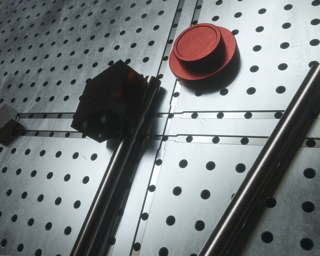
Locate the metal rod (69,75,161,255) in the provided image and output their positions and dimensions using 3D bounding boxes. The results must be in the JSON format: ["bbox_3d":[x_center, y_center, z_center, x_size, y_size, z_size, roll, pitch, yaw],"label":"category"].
[{"bbox_3d":[-0.059,0.061,0.400,0.025,0.025,0.300,7,65,31],"label":"metal rod"}]

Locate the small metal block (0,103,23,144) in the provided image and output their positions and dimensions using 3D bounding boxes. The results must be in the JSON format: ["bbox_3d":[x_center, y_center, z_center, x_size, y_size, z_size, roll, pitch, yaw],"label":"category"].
[{"bbox_3d":[-0.282,-0.008,0.558,0.050,0.025,0.050,-42,51,-1],"label":"small metal block"}]

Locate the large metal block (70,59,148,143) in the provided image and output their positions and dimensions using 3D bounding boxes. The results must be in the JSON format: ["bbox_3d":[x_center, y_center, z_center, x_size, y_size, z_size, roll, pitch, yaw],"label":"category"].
[{"bbox_3d":[-0.069,-0.035,0.428,0.080,0.050,0.080,-23,45,39],"label":"large metal block"}]

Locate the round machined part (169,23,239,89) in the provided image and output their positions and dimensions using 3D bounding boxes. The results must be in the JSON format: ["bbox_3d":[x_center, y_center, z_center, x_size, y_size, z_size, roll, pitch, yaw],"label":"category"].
[{"bbox_3d":[0.057,-0.107,0.432,0.098,0.042,0.098,-13,56,20],"label":"round machined part"}]

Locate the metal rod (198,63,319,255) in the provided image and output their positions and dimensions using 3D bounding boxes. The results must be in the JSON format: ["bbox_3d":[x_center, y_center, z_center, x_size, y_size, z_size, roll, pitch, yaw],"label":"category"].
[{"bbox_3d":[0.100,0.056,0.320,0.025,0.025,0.300,26,75,36],"label":"metal rod"}]
